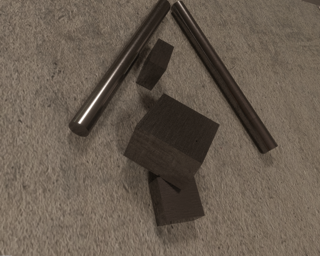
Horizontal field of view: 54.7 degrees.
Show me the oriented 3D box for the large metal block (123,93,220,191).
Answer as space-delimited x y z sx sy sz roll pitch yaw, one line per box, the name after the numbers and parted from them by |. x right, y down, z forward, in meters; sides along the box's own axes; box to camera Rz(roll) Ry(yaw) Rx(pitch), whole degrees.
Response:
0.016 0.014 0.371 0.080 0.050 0.080 30 39 5 | large metal block

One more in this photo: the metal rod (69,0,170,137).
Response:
-0.043 -0.106 0.446 0.025 0.025 0.301 32 51 -8 | metal rod

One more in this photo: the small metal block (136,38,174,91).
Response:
-0.007 -0.090 0.440 0.025 0.050 0.050 27 52 -12 | small metal block

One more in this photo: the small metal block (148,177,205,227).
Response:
0.019 0.084 0.364 0.050 0.025 0.050 1 62 -28 | small metal block

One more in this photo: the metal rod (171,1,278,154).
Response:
0.101 -0.092 0.516 0.025 0.025 0.299 -18 71 -35 | metal rod
